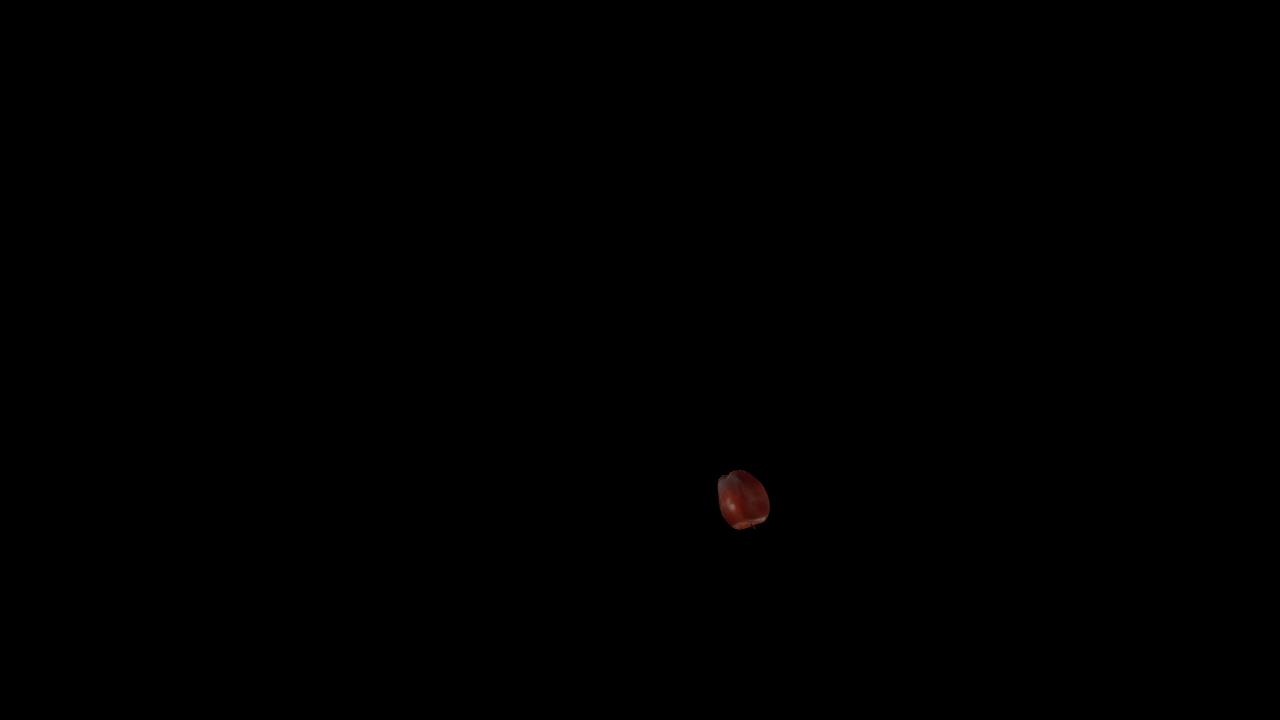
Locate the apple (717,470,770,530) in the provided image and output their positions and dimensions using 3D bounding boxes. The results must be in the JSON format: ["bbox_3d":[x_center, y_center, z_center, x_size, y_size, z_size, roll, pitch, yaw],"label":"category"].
[{"bbox_3d":[0.162,0.222,0.970,0.079,0.093,0.079,-16,-24,-7],"label":"apple"}]
